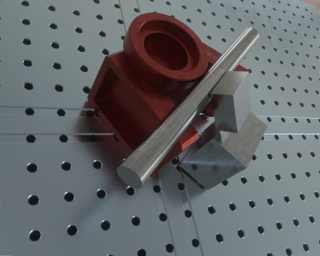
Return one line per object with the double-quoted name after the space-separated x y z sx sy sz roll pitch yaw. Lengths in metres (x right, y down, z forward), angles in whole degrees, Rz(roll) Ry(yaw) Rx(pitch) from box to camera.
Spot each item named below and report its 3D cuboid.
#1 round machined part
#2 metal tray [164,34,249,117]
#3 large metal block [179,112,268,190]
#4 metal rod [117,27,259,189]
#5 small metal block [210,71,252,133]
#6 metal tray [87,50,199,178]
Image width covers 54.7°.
0.003 -0.084 0.363 0.099 0.042 0.098 14 56 -21 "round machined part"
0.046 -0.075 0.438 0.131 0.090 0.030 28 53 -11 "metal tray"
0.081 0.023 0.400 0.050 0.080 0.080 42 51 0 "large metal block"
0.053 -0.046 0.350 0.025 0.025 0.301 42 51 0 "metal rod"
0.082 -0.030 0.352 0.025 0.050 0.050 9 42 32 "small metal block"
-0.025 -0.014 0.362 0.030 0.090 0.130 -33 81 -38 "metal tray"
